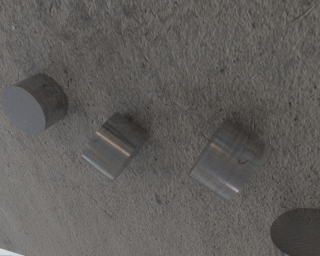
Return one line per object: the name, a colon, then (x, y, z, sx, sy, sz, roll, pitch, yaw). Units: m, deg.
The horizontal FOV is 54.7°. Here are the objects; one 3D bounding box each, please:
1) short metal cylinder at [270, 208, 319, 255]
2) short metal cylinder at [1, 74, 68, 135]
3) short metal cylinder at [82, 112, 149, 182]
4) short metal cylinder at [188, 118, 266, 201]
short metal cylinder: (0.176, 0.141, 0.365, 0.080, 0.080, 0.050, -5, 116, 30)
short metal cylinder: (-0.188, -0.036, 0.468, 0.080, 0.050, 0.079, 13, 124, 21)
short metal cylinder: (-0.059, 0.026, 0.418, 0.050, 0.080, 0.080, 37, 129, 3)
short metal cylinder: (0.075, 0.035, 0.354, 0.050, 0.080, 0.079, 34, 129, 6)
